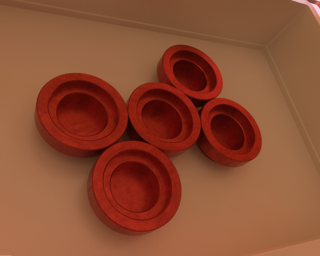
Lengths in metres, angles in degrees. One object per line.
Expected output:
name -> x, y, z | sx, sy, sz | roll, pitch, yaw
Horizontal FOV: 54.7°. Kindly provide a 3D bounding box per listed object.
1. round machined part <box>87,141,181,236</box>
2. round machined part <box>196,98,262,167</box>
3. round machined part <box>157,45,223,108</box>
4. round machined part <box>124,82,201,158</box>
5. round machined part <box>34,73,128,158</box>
round machined part -> -0.030, 0.066, 0.334 | 0.099, 0.042, 0.098 | 14, 56, -21
round machined part -> 0.089, 0.010, 0.433 | 0.099, 0.042, 0.098 | 14, 56, -21
round machined part -> 0.040, -0.071, 0.456 | 0.099, 0.042, 0.098 | 14, 56, -21
round machined part -> -0.001, -0.006, 0.394 | 0.099, 0.042, 0.098 | 14, 56, -21
round machined part -> -0.089, -0.011, 0.350 | 0.099, 0.042, 0.098 | 14, 56, -21
